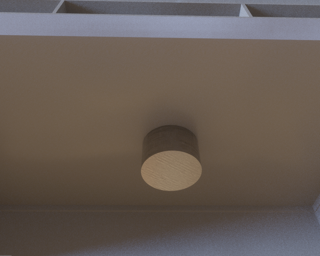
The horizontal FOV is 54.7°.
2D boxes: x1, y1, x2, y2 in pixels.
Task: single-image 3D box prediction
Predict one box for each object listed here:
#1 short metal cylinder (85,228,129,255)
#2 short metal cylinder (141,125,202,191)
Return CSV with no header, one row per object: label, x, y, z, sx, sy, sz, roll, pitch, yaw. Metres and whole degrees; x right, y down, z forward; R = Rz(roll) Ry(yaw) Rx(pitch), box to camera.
short metal cylinder,-0.101,0.236,0.595,0.081,0.050,0.079,0,130,0
short metal cylinder,0.015,0.042,0.429,0.081,0.050,0.079,0,130,0
